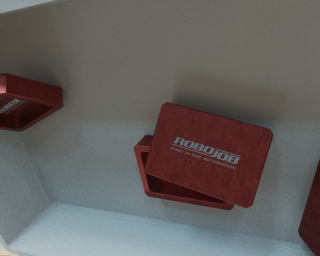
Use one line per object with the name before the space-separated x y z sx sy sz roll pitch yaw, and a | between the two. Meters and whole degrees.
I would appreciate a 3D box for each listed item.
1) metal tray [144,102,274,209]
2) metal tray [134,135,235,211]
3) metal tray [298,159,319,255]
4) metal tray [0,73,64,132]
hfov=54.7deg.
metal tray | 0.055 0.029 0.366 0.130 0.030 0.089 16 93 18
metal tray | 0.035 0.059 0.423 0.130 0.030 0.089 3 120 26
metal tray | 0.197 0.097 0.323 0.030 0.090 0.129 -9 122 -12
metal tray | -0.219 -0.032 0.463 0.130 0.091 0.030 -22 68 36
